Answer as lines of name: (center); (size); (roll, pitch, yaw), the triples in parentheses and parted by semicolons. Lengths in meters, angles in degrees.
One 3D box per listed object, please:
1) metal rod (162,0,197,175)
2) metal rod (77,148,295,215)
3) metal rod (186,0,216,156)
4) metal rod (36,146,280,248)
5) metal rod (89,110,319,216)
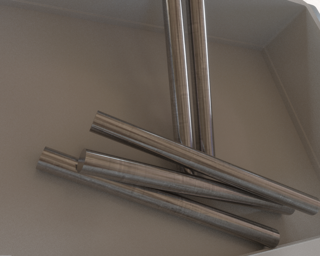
metal rod: (0.022, -0.083, 0.392); (0.025, 0.025, 0.298); (-4, 88, -30)
metal rod: (0.052, 0.072, 0.371); (0.302, 0.025, 0.025); (17, 55, -26)
metal rod: (0.052, -0.096, 0.412); (0.025, 0.025, 0.298); (-4, 90, -30)
metal rod: (0.011, 0.086, 0.360); (0.302, 0.025, 0.025); (23, 53, -15)
metal rod: (0.064, 0.047, 0.370); (0.302, 0.025, 0.025); (22, 53, -13)
